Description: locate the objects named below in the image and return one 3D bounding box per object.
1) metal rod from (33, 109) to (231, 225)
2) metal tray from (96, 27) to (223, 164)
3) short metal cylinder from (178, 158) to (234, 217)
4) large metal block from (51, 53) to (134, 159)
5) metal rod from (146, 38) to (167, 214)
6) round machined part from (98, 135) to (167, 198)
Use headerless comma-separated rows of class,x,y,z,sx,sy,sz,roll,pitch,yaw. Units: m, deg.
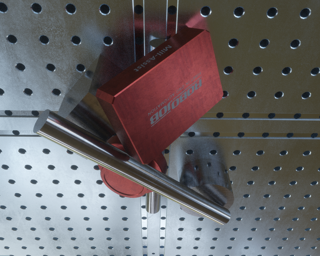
metal rod,-0.008,0.062,0.372,0.025,0.025,0.301,-36,130,26
metal tray,0.008,-0.035,0.327,0.131,0.030,0.090,-40,131,-22
short metal cylinder,0.069,0.092,0.476,0.081,0.050,0.079,0,130,0
large metal block,-0.076,-0.025,0.354,0.050,0.080,0.080,34,122,-26
metal rod,-0.006,0.022,0.430,0.025,0.025,0.298,2,130,-2
round machined part,-0.043,0.059,0.430,0.098,0.042,0.097,11,131,13
